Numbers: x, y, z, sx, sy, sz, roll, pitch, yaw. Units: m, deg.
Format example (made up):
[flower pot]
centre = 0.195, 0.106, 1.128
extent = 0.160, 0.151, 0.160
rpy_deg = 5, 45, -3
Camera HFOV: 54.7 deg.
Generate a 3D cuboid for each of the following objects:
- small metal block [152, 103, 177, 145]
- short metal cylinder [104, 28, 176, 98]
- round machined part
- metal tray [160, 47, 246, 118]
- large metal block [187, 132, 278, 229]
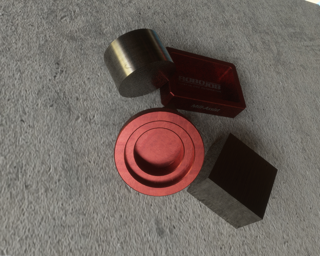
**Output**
[small metal block]
centre = 0.007, 0.001, 0.407
extent = 0.050, 0.025, 0.050
rpy_deg = -23, 74, -36
[short metal cylinder]
centre = -0.026, -0.083, 0.405
extent = 0.081, 0.080, 0.050
rpy_deg = -15, 70, -34
[round machined part]
centre = -0.002, 0.025, 0.355
extent = 0.098, 0.098, 0.042
rpy_deg = 29, 9, -10
[metal tray]
centre = 0.063, -0.068, 0.475
extent = 0.131, 0.030, 0.090
rpy_deg = 8, 58, -24
[large metal block]
centre = 0.094, 0.067, 0.397
extent = 0.080, 0.050, 0.080
rpy_deg = 38, 51, -3
